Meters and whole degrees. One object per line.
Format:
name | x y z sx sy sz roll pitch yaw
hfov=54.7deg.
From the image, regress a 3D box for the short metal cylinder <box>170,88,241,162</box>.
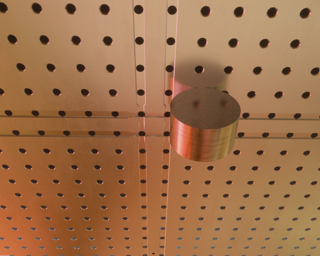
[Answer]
short metal cylinder | 0.052 -0.005 0.372 0.081 0.080 0.050 0 130 0
